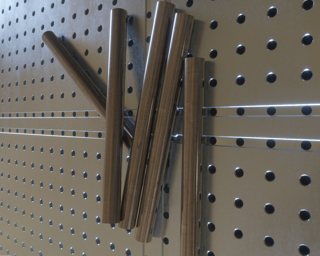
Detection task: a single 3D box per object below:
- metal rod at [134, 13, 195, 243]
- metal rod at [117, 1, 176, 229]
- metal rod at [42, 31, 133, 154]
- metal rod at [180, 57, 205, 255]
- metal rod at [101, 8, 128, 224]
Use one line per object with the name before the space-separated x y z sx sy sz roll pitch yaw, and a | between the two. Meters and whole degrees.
metal rod | 0.004 0.007 0.404 0.025 0.025 0.298 17 101 38
metal rod | -0.019 -0.013 0.411 0.025 0.025 0.298 14 95 39
metal rod | -0.121 -0.071 0.506 0.300 0.025 0.025 49 119 28
metal rod | 0.039 0.066 0.375 0.025 0.025 0.298 2 91 39
metal rod | -0.063 -0.024 0.431 0.025 0.025 0.298 -8 77 39
